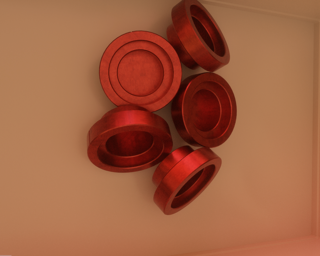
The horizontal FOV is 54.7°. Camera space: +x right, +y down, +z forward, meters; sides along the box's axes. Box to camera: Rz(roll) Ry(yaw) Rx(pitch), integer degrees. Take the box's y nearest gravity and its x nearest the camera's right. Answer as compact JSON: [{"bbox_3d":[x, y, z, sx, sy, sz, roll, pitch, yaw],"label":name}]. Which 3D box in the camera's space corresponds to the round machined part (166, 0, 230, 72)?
[{"bbox_3d":[0.046,-0.115,0.402,0.098,0.042,0.098,33,43,-37],"label":"round machined part"}]

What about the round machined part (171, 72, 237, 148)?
[{"bbox_3d":[0.054,-0.023,0.414,0.099,0.042,0.097,0,90,-36],"label":"round machined part"}]

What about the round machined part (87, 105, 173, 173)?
[{"bbox_3d":[-0.037,0.010,0.369,0.099,0.097,0.042,4,50,-21],"label":"round machined part"}]

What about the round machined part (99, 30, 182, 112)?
[{"bbox_3d":[-0.025,-0.068,0.385,0.099,0.042,0.097,-2,100,-9],"label":"round machined part"}]

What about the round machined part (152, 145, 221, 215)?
[{"bbox_3d":[0.029,0.061,0.395,0.098,0.098,0.042,-37,62,-16],"label":"round machined part"}]
